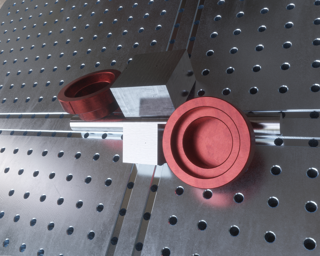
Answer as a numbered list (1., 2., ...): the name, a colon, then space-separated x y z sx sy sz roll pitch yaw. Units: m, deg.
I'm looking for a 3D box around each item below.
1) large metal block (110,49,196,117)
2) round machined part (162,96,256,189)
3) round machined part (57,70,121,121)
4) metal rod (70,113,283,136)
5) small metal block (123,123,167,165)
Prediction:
1. large metal block: -0.006 -0.060 0.418 0.080 0.050 0.080 1 44 28
2. round machined part: 0.056 0.016 0.342 0.098 0.042 0.097 -2 86 28
3. round machined part: -0.096 -0.046 0.460 0.098 0.042 0.098 -13 32 8
4. metal rod: 0.001 -0.006 0.412 0.300 0.025 0.025 1 62 28
5. small metal block: -0.019 0.019 0.394 0.050 0.025 0.050 1 91 28
